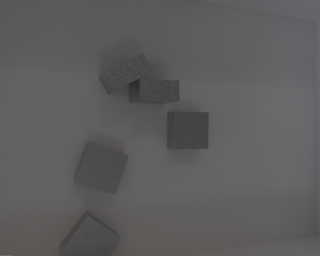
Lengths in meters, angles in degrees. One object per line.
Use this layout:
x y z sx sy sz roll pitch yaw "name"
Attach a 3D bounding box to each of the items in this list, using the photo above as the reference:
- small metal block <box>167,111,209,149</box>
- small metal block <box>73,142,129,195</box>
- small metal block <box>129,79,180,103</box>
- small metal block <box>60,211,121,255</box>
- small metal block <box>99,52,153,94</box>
0.038 0.003 0.424 0.050 0.025 0.050 1 90 -20 "small metal block"
-0.073 0.049 0.384 0.050 0.025 0.050 21 83 -19 "small metal block"
-0.008 -0.046 0.394 0.050 0.050 0.025 -1 91 -20 "small metal block"
-0.085 0.139 0.379 0.050 0.025 0.050 41 77 -16 "small metal block"
-0.043 -0.066 0.381 0.050 0.050 0.025 -31 100 -17 "small metal block"
